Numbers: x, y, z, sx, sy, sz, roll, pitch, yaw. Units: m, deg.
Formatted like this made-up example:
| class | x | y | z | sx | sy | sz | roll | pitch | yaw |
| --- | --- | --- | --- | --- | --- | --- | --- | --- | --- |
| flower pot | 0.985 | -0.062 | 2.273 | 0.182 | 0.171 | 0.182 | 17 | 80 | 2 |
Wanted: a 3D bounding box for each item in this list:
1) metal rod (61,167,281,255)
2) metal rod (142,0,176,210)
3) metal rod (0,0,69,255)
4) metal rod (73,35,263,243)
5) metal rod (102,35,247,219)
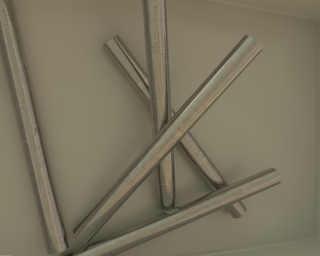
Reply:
| class | x | y | z | sx | sy | sz | roll | pitch | yaw |
| --- | --- | --- | --- | --- | --- | --- | --- | --- | --- |
| metal rod | 0.022 | 0.116 | 0.400 | 0.302 | 0.025 | 0.025 | -20 | 97 | -12 |
| metal rod | 0.000 | -0.036 | 0.362 | 0.025 | 0.025 | 0.298 | -12 | 112 | -20 |
| metal rod | -0.149 | -0.003 | 0.355 | 0.025 | 0.025 | 0.298 | -13 | 95 | -20 |
| metal rod | 0.003 | 0.019 | 0.355 | 0.025 | 0.025 | 0.299 | 39 | 99 | -16 |
| metal rod | 0.027 | 0.007 | 0.420 | 0.025 | 0.025 | 0.300 | -41 | 103 | -15 |
